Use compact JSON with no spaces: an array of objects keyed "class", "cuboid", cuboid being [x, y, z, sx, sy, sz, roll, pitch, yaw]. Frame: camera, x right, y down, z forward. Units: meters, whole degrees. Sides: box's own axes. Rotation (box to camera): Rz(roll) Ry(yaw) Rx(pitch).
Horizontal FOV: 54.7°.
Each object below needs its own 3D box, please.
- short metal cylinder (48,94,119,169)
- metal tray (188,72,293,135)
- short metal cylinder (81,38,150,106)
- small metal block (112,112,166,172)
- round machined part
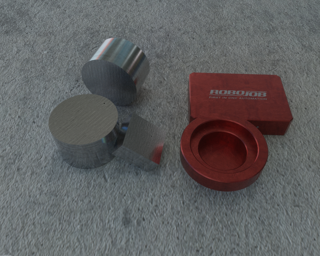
[{"class":"short metal cylinder","cuboid":[-0.090,0.004,0.383,0.080,0.050,0.080,0,50,0]},{"class":"metal tray","cuboid":[0.106,-0.035,0.431,0.131,0.030,0.090,2,50,1]},{"class":"short metal cylinder","cuboid":[-0.061,-0.077,0.432,0.080,0.080,0.050,14,52,12]},{"class":"small metal block","cuboid":[-0.024,0.017,0.373,0.050,0.025,0.050,31,47,-21]},{"class":"round machined part","cuboid":[0.073,0.032,0.366,0.099,0.042,0.098,0,50,0]}]
